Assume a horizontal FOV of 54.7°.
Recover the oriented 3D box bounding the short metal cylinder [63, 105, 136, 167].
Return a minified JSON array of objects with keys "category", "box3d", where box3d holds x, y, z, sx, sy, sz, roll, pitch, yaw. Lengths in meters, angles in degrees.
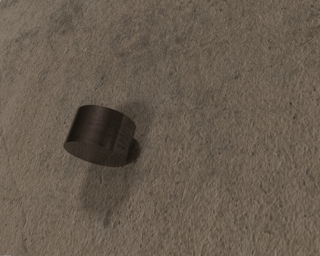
[{"category":"short metal cylinder","box3d":[-0.076,0.012,0.399,0.080,0.080,0.050,0,62,28]}]
